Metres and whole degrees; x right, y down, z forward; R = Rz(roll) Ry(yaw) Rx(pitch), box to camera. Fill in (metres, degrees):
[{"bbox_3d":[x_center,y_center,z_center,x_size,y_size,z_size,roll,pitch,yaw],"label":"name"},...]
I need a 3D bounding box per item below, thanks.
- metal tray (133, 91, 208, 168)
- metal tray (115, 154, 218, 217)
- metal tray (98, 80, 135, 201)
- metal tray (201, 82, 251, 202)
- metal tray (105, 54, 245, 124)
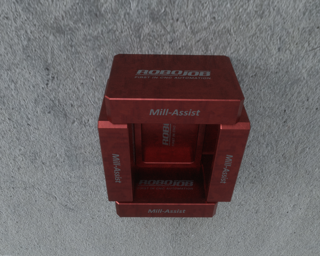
[{"bbox_3d":[0.012,-0.003,0.403,0.091,0.030,0.129,0,130,-1],"label":"metal tray"},{"bbox_3d":[0.008,0.078,0.432,0.131,0.090,0.030,1,130,-1],"label":"metal tray"},{"bbox_3d":[-0.048,0.016,0.379,0.030,0.090,0.129,1,130,-1],"label":"metal tray"},{"bbox_3d":[0.074,0.018,0.381,0.030,0.090,0.129,1,130,-1],"label":"metal tray"},{"bbox_3d":[0.014,-0.044,0.328,0.131,0.090,0.030,1,130,-1],"label":"metal tray"}]
